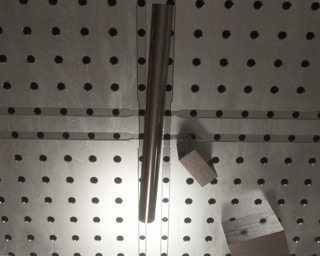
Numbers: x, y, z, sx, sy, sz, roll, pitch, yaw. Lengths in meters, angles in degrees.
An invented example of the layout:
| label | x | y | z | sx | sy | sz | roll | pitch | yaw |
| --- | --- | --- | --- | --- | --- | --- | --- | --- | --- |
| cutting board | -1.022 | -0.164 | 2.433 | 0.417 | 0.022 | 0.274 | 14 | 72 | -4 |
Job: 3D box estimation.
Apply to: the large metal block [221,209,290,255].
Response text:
| label | x | y | z | sx | sy | sz | roll | pitch | yaw |
| --- | --- | --- | --- | --- | --- | --- | --- | --- | --- |
| large metal block | 0.146 | 0.180 | 0.469 | 0.080 | 0.050 | 0.080 | -18 | 109 | 6 |

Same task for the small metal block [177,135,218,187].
| label | x | y | z | sx | sy | sz | roll | pitch | yaw |
| --- | --- | --- | --- | --- | --- | --- | --- | --- | --- |
| small metal block | 0.049 | 0.043 | 0.417 | 0.025 | 0.050 | 0.050 | -37 | 106 | 12 |

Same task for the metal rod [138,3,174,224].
| label | x | y | z | sx | sy | sz | roll | pitch | yaw |
| --- | --- | --- | --- | --- | --- | --- | --- | --- | --- |
| metal rod | -0.008 | -0.004 | 0.411 | 0.025 | 0.025 | 0.298 | 4 | 110 | -2 |
